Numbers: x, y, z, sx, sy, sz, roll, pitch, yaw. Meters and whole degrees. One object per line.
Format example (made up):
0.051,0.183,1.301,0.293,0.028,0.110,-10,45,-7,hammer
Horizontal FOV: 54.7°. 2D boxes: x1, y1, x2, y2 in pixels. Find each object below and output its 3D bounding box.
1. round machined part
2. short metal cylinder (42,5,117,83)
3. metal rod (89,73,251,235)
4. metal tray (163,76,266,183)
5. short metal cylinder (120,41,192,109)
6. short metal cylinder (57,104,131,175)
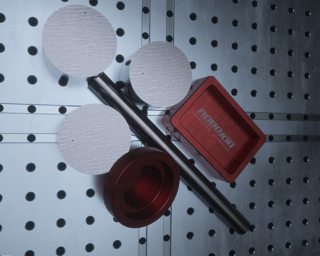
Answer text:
-0.026,0.069,0.383,0.099,0.042,0.097,-14,113,-35,round machined part
-0.095,-0.096,0.364,0.081,0.050,0.080,0,90,-20,short metal cylinder
0.022,0.043,0.421,0.300,0.025,0.025,46,76,-14,metal rod
0.079,0.003,0.438,0.130,0.030,0.090,45,77,-15,metal tray
-0.006,-0.065,0.396,0.081,0.050,0.080,0,90,-20,short metal cylinder
-0.080,0.012,0.369,0.081,0.050,0.080,0,90,-20,short metal cylinder
